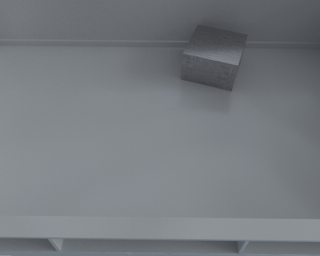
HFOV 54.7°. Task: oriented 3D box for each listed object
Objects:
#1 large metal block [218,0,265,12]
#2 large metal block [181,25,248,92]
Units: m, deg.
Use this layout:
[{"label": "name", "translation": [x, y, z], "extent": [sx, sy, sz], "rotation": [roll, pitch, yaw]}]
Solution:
[{"label": "large metal block", "translation": [0.162, -0.284, 0.631], "extent": [0.081, 0.050, 0.080], "rotation": [-9, 51, -8]}, {"label": "large metal block", "translation": [0.084, -0.110, 0.482], "extent": [0.080, 0.050, 0.080], "rotation": [16, 52, 13]}]
